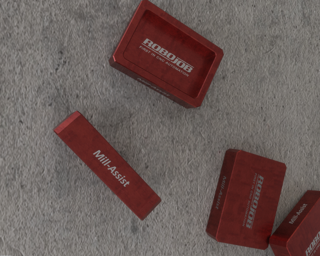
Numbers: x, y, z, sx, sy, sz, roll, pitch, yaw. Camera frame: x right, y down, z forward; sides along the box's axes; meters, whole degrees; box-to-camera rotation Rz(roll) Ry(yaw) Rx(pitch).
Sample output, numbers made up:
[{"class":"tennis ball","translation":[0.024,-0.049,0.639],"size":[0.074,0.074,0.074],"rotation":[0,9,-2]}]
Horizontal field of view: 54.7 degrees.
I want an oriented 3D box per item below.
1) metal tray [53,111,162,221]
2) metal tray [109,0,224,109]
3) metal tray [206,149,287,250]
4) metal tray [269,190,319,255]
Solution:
[{"class":"metal tray","translation":[-0.063,0.040,0.351],"size":[0.030,0.090,0.130],"rotation":[-45,104,-14]},{"class":"metal tray","translation":[0.011,-0.093,0.409],"size":[0.131,0.030,0.090],"rotation":[28,81,-18]},{"class":"metal tray","translation":[0.127,0.104,0.453],"size":[0.091,0.030,0.129],"rotation":[17,84,-19]},{"class":"metal tray","translation":[0.228,0.168,0.474],"size":[0.131,0.030,0.090],"rotation":[-34,102,-32]}]
